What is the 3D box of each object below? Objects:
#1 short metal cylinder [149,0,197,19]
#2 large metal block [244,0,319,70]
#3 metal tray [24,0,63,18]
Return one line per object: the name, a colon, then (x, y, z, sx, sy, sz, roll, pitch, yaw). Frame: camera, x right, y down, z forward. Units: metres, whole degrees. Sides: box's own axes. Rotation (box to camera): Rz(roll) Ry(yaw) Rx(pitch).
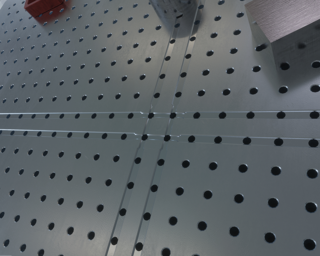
short metal cylinder: (0.018, -0.234, 0.527, 0.080, 0.050, 0.080, -13, 56, 21)
large metal block: (0.164, -0.133, 0.388, 0.080, 0.050, 0.080, -25, 53, 13)
metal tray: (-0.278, -0.338, 0.758, 0.090, 0.030, 0.130, -18, 55, 17)
